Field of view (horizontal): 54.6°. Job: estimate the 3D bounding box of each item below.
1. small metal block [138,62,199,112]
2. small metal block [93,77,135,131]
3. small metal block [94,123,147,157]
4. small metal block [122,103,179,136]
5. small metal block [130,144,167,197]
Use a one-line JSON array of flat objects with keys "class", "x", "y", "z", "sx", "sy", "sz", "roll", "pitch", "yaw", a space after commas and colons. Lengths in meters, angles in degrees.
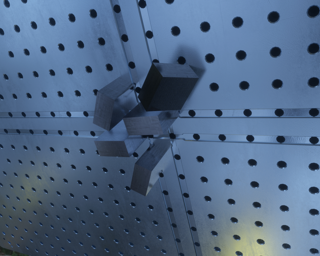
[{"class": "small metal block", "x": 0.009, "y": -0.047, "z": 0.359, "sx": 0.025, "sy": 0.050, "sz": 0.050, "roll": 58, "pitch": 137, "yaw": 33}, {"class": "small metal block", "x": -0.061, "y": -0.032, "z": 0.408, "sx": 0.025, "sy": 0.050, "sz": 0.050, "roll": 26, "pitch": 128, "yaw": 12}, {"class": "small metal block", "x": -0.054, "y": 0.016, "z": 0.434, "sx": 0.050, "sy": 0.050, "sz": 0.025, "roll": -1, "pitch": 118, "yaw": 29}, {"class": "small metal block", "x": -0.010, "y": -0.014, "z": 0.392, "sx": 0.050, "sy": 0.050, "sz": 0.025, "roll": -2, "pitch": 118, "yaw": 30}, {"class": "small metal block", "x": -0.016, "y": 0.059, "z": 0.441, "sx": 0.025, "sy": 0.050, "sz": 0.050, "roll": 24, "pitch": 127, "yaw": 14}]
